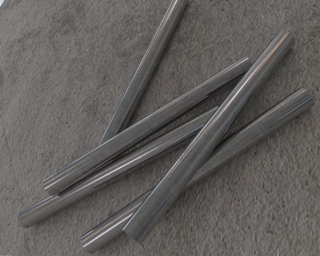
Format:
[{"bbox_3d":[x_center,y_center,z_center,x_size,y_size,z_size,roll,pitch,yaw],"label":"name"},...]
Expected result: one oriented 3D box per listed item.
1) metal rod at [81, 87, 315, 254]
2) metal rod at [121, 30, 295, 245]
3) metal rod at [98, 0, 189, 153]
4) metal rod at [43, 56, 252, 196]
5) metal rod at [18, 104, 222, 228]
[{"bbox_3d":[0.038,0.051,0.352,0.300,0.025,0.025,-35,51,5],"label":"metal rod"},{"bbox_3d":[0.065,-0.004,0.345,0.025,0.025,0.301,27,68,37],"label":"metal rod"},{"bbox_3d":[-0.020,-0.091,0.470,0.025,0.025,0.300,11,67,33],"label":"metal rod"},{"bbox_3d":[-0.015,-0.002,0.396,0.301,0.025,0.025,-32,52,1],"label":"metal rod"},{"bbox_3d":[-0.055,0.054,0.399,0.300,0.025,0.025,-29,52,9],"label":"metal rod"}]
